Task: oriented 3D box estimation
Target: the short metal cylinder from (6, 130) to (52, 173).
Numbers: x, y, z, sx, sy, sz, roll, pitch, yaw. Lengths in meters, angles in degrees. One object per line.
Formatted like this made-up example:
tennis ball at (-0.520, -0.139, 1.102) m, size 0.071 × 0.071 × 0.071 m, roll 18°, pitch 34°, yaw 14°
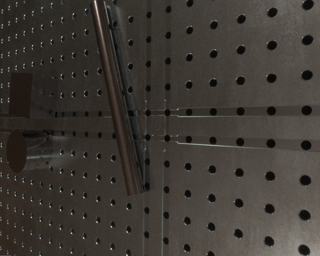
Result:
short metal cylinder at (-0.253, 0.044, 0.598) m, size 0.080 × 0.050 × 0.079 m, roll 0°, pitch 90°, yaw 39°

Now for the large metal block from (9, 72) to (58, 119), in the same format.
large metal block at (-0.241, -0.061, 0.589) m, size 0.080 × 0.050 × 0.079 m, roll 10°, pitch 97°, yaw 39°

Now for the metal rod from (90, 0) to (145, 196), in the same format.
metal rod at (-0.065, -0.051, 0.460) m, size 0.025 × 0.025 × 0.299 m, roll -21°, pitch 77°, yaw 38°
